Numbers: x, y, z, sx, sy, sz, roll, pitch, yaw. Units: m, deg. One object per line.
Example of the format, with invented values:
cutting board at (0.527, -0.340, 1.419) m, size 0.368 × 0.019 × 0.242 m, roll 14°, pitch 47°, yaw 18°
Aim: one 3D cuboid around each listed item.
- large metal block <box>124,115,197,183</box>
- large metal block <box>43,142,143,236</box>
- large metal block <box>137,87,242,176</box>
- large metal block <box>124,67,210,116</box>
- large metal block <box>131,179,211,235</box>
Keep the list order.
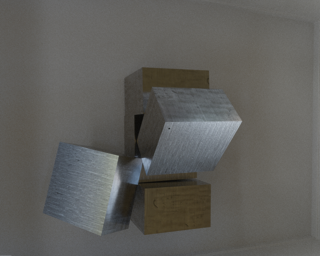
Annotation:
large metal block at (0.000, 0.024, 0.398) m, size 0.081 × 0.050 × 0.079 m, roll -1°, pitch 90°, yaw -20°
large metal block at (-0.073, 0.064, 0.345) m, size 0.050 × 0.080 × 0.080 m, roll 20°, pitch 82°, yaw -63°
large metal block at (0.027, 0.004, 0.331) m, size 0.081 × 0.079 × 0.050 m, roll -1°, pitch 46°, yaw -21°
large metal block at (0.006, -0.041, 0.382) m, size 0.081 × 0.080 × 0.050 m, roll -1°, pitch 91°, yaw -20°
large metal block at (0.007, 0.090, 0.383) m, size 0.081 × 0.080 × 0.050 m, roll 0°, pitch 90°, yaw -20°
